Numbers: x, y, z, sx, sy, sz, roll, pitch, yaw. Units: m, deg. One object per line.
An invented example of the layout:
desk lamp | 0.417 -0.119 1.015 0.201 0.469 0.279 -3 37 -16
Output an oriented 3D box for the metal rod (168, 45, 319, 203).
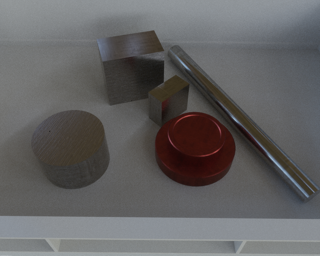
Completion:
metal rod | 0.096 -0.025 0.427 0.025 0.025 0.300 -23 54 -18

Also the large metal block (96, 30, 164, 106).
large metal block | -0.040 -0.084 0.440 0.081 0.080 0.050 -13 51 -11

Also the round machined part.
round machined part | 0.043 0.018 0.379 0.099 0.042 0.098 0 50 0

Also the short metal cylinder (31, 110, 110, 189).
short metal cylinder | -0.103 0.025 0.367 0.081 0.050 0.080 0 50 0

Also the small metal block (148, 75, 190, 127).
small metal block | 0.012 -0.036 0.419 0.050 0.050 0.025 -36 59 -26
